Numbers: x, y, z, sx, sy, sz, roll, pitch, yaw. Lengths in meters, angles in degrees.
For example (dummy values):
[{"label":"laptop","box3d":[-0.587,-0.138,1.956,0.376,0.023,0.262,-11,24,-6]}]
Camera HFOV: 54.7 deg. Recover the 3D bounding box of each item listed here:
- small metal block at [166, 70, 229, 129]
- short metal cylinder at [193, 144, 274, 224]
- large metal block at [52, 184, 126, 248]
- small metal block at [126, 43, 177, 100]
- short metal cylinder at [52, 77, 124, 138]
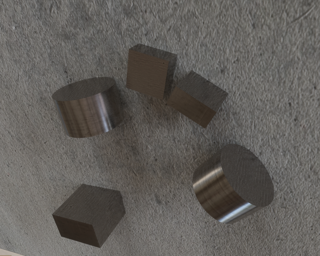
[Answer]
[{"label":"small metal block","box3d":[0.043,-0.033,0.347,0.050,0.050,0.025,34,129,6]},{"label":"short metal cylinder","box3d":[0.086,0.065,0.366,0.080,0.080,0.050,42,129,-1]},{"label":"large metal block","box3d":[-0.117,0.145,0.522,0.080,0.080,0.050,5,121,25]},{"label":"small metal block","box3d":[-0.011,-0.068,0.371,0.050,0.025,0.050,20,126,16]},{"label":"short metal cylinder","box3d":[-0.091,-0.029,0.402,0.080,0.080,0.050,3,120,27]}]
